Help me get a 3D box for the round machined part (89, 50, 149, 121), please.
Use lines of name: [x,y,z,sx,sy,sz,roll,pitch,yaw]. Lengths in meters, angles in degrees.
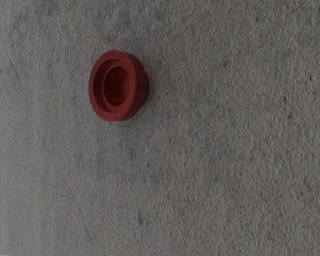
round machined part: [-0.054,-0.058,0.440,0.098,0.042,0.097,0,90,40]
